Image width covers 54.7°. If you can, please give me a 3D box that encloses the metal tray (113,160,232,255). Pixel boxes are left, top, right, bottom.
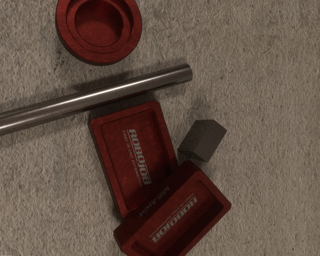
[{"bbox_3d":[0.019,0.115,0.389,0.130,0.030,0.090,-44,123,-5],"label":"metal tray"}]

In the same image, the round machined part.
[{"bbox_3d":[-0.074,-0.123,0.373,0.099,0.042,0.097,0,90,-21],"label":"round machined part"}]

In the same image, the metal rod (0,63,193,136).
[{"bbox_3d":[-0.097,-0.031,0.373,0.302,0.025,0.025,-19,97,-20],"label":"metal rod"}]

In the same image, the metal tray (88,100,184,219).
[{"bbox_3d":[-0.028,0.038,0.396,0.091,0.030,0.129,-19,97,-19],"label":"metal tray"}]

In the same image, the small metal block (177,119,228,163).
[{"bbox_3d":[0.056,0.016,0.418,0.025,0.050,0.050,37,78,-17],"label":"small metal block"}]
